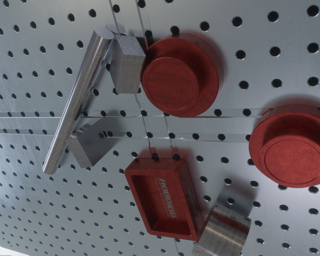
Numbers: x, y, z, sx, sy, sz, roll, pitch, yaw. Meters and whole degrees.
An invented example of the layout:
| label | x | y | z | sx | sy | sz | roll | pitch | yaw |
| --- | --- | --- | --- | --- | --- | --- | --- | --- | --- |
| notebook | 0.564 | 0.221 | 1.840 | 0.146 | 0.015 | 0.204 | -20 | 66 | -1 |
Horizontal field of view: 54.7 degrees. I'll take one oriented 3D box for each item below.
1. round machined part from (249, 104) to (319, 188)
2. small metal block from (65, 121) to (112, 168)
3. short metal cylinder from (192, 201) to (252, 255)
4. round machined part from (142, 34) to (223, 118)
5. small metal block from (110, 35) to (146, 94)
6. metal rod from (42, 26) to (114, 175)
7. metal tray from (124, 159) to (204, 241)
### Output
| label | x | y | z | sx | sy | sz | roll | pitch | yaw |
| --- | --- | --- | --- | --- | --- | --- | --- | --- | --- |
| round machined part | 0.147 | 0.027 | 0.339 | 0.098 | 0.042 | 0.097 | 13 | 124 | 21 |
| small metal block | -0.107 | 0.025 | 0.467 | 0.025 | 0.050 | 0.050 | -11 | 113 | 33 |
| short metal cylinder | 0.083 | 0.147 | 0.422 | 0.050 | 0.080 | 0.079 | 26 | 128 | 12 |
| round machined part | 0.019 | -0.055 | 0.356 | 0.098 | 0.042 | 0.097 | 13 | 124 | 21 |
| small metal block | -0.040 | -0.075 | 0.367 | 0.025 | 0.050 | 0.050 | -1 | 130 | -22 |
| metal rod | -0.134 | -0.021 | 0.469 | 0.025 | 0.025 | 0.298 | 37 | 129 | 3 |
| metal tray | 0.008 | 0.109 | 0.470 | 0.090 | 0.030 | 0.129 | -3 | 117 | 29 |
